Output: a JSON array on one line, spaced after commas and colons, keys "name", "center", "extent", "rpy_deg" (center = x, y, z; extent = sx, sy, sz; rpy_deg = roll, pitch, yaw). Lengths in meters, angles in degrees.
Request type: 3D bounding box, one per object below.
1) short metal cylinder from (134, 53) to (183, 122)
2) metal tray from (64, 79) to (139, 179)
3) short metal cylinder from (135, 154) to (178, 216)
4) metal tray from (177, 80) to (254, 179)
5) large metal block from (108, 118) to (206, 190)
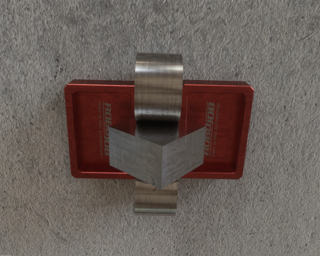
[{"name": "short metal cylinder", "center": [-0.002, -0.047, 0.364], "extent": [0.050, 0.080, 0.079], "rpy_deg": [2, 110, -1]}, {"name": "metal tray", "center": [-0.073, 0.003, 0.409], "extent": [0.091, 0.030, 0.129], "rpy_deg": [1, 110, -1]}, {"name": "short metal cylinder", "center": [-0.005, 0.075, 0.409], "extent": [0.050, 0.080, 0.079], "rpy_deg": [2, 110, -1]}, {"name": "metal tray", "center": [0.068, 0.004, 0.411], "extent": [0.091, 0.030, 0.129], "rpy_deg": [1, 110, -1]}, {"name": "large metal block", "center": [-0.003, 0.021, 0.367], "extent": [0.080, 0.081, 0.050], "rpy_deg": [18, 116, 36]}]
